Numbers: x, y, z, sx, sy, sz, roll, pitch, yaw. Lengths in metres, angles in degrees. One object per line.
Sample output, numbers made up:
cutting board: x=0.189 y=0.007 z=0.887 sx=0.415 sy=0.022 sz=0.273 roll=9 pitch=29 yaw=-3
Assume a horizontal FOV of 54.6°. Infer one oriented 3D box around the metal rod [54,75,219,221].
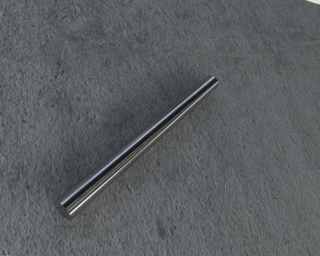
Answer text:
metal rod: x=-0.007 y=0.005 z=0.399 sx=0.025 sy=0.025 sz=0.302 roll=46 pitch=51 yaw=4
